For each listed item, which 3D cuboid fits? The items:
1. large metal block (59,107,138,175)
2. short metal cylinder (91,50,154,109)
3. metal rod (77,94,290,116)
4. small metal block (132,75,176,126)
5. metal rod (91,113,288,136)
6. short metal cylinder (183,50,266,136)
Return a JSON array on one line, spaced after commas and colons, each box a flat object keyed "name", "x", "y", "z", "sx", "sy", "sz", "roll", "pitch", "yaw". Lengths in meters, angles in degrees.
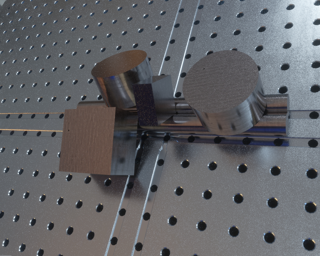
[{"name": "large metal block", "x": -0.078, "y": 0.018, "z": 0.400, "sx": 0.080, "sy": 0.050, "sz": 0.080, "roll": -1, "pitch": 82, "yaw": 28}, {"name": "short metal cylinder", "x": -0.049, "y": -0.070, "z": 0.438, "sx": 0.080, "sy": 0.050, "sz": 0.080, "roll": -13, "pitch": 33, "yaw": 9}, {"name": "metal rod", "x": 0.011, "y": -0.028, "z": 0.415, "sx": 0.300, "sy": 0.025, "sz": 0.025, "roll": 1, "pitch": 62, "yaw": 28}, {"name": "small metal block", "x": -0.005, "y": -0.034, "z": 0.375, "sx": 0.025, "sy": 0.050, "sz": 0.050, "roll": 1, "pitch": 20, "yaw": 28}, {"name": "metal rod", "x": 0.005, "y": -0.006, "z": 0.405, "sx": 0.300, "sy": 0.025, "sz": 0.025, "roll": 1, "pitch": 62, "yaw": 28}, {"name": "short metal cylinder", "x": 0.072, "y": -0.038, "z": 0.341, "sx": 0.080, "sy": 0.050, "sz": 0.080, "roll": -13, "pitch": 56, "yaw": 21}]
